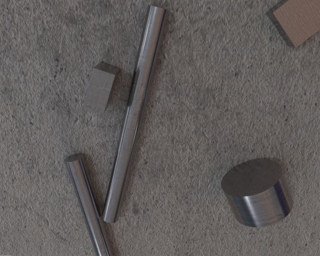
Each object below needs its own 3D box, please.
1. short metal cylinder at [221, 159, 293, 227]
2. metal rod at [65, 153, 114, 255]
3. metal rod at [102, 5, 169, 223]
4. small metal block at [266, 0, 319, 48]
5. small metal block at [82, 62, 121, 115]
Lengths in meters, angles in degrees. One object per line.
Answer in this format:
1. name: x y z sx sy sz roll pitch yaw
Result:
1. short metal cylinder: 0.129 0.085 0.413 0.080 0.080 0.050 -23 109 8
2. metal rod: -0.090 0.178 0.474 0.025 0.025 0.298 -10 110 3
3. metal rod: -0.037 -0.003 0.407 0.025 0.025 0.298 13 110 -5
4. small metal block: 0.163 -0.131 0.363 0.050 0.025 0.050 -38 106 12
5. small metal block: -0.070 -0.050 0.377 0.025 0.050 0.050 18 109 -7
